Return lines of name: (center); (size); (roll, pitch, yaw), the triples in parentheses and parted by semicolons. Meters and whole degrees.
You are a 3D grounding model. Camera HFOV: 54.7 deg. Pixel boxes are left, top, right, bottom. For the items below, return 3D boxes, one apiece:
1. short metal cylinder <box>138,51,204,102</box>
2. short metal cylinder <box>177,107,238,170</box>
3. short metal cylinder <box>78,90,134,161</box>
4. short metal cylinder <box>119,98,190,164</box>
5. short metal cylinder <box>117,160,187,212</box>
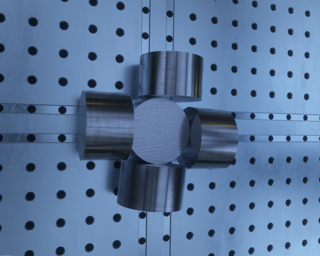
short metal cylinder: (0.014, -0.061, 0.388); (0.081, 0.080, 0.050); (3, 89, -20)
short metal cylinder: (0.058, 0.014, 0.405); (0.050, 0.080, 0.080); (4, 89, -20)
short metal cylinder: (-0.065, -0.002, 0.359); (0.050, 0.080, 0.080); (2, 90, -21)
short metal cylinder: (-0.009, 0.004, 0.396); (0.081, 0.050, 0.080); (0, 90, -21)
short metal cylinder: (-0.010, 0.068, 0.378); (0.081, 0.080, 0.050); (6, 88, -20)
